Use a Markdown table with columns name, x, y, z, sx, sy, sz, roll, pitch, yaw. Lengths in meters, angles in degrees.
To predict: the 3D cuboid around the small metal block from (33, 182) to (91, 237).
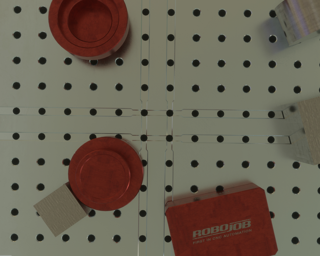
| name | x | y | z | sx | sy | sz | roll | pitch | yaw |
| --- | --- | --- | --- | --- | --- | --- | --- | --- | --- |
| small metal block | -0.129 | 0.106 | 0.412 | 0.050 | 0.025 | 0.050 | -35 | 90 | 0 |

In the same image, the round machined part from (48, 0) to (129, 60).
| name | x | y | z | sx | sy | sz | roll | pitch | yaw |
| --- | --- | --- | --- | --- | --- | --- | --- | --- | --- |
| round machined part | -0.089 | -0.137 | 0.404 | 0.099 | 0.042 | 0.097 | 0 | 90 | 0 |

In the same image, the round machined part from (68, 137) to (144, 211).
| name | x | y | z | sx | sy | sz | roll | pitch | yaw |
| --- | --- | --- | --- | --- | --- | --- | --- | --- | --- |
| round machined part | -0.071 | 0.060 | 0.404 | 0.099 | 0.042 | 0.097 | 0 | 90 | 0 |

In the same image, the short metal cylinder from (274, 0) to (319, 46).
| name | x | y | z | sx | sy | sz | roll | pitch | yaw |
| --- | --- | --- | --- | --- | --- | --- | --- | --- | --- |
| short metal cylinder | 0.192 | -0.144 | 0.387 | 0.080 | 0.080 | 0.050 | -22 | 90 | 0 |

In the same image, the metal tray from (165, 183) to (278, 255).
| name | x | y | z | sx | sy | sz | roll | pitch | yaw |
| --- | --- | --- | --- | --- | --- | --- | --- | --- | --- |
| metal tray | 0.079 | 0.132 | 0.411 | 0.131 | 0.030 | 0.089 | -13 | 90 | 0 |

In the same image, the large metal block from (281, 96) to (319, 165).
| name | x | y | z | sx | sy | sz | roll | pitch | yaw |
| --- | --- | --- | --- | --- | --- | --- | --- | --- | --- |
| large metal block | 0.216 | -0.003 | 0.402 | 0.080 | 0.050 | 0.080 | -15 | 90 | 0 |
